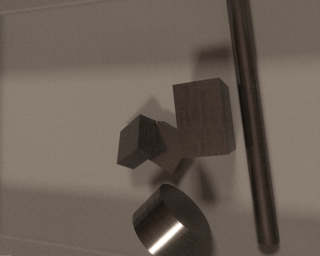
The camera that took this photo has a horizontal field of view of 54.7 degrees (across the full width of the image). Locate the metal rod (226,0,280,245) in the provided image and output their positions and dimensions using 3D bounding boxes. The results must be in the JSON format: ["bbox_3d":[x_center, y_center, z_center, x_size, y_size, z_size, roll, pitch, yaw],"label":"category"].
[{"bbox_3d":[0.110,-0.014,0.371,0.025,0.025,0.298,-8,87,19],"label":"metal rod"}]

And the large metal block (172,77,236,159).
[{"bbox_3d":[0.055,-0.010,0.362,0.050,0.080,0.080,-7,88,19],"label":"large metal block"}]

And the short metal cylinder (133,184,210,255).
[{"bbox_3d":[0.014,0.115,0.376,0.080,0.080,0.050,46,104,14],"label":"short metal cylinder"}]

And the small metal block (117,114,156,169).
[{"bbox_3d":[-0.030,0.018,0.398,0.050,0.025,0.050,-38,40,42],"label":"small metal block"}]

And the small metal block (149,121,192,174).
[{"bbox_3d":[0.011,0.025,0.406,0.050,0.025,0.050,31,100,17],"label":"small metal block"}]
